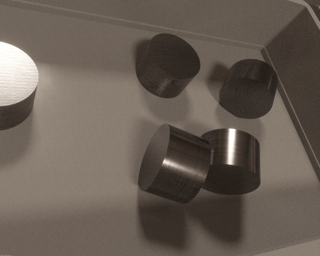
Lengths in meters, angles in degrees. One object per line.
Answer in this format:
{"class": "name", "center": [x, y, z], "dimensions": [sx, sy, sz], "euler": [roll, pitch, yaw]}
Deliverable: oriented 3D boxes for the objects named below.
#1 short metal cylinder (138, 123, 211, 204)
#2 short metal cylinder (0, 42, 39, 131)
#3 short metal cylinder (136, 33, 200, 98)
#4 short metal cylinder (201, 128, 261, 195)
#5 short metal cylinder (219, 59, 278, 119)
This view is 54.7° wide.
{"class": "short metal cylinder", "center": [0.015, 0.041, 0.355], "dimensions": [0.050, 0.080, 0.080], "euler": [22, 54, -16]}
{"class": "short metal cylinder", "center": [-0.173, -0.044, 0.323], "dimensions": [0.081, 0.050, 0.080], "euler": [14, 56, -21]}
{"class": "short metal cylinder", "center": [0.011, -0.090, 0.452], "dimensions": [0.081, 0.050, 0.080], "euler": [14, 56, -21]}
{"class": "short metal cylinder", "center": [0.085, 0.044, 0.391], "dimensions": [0.080, 0.080, 0.050], "euler": [23, 53, -15]}
{"class": "short metal cylinder", "center": [0.139, -0.060, 0.485], "dimensions": [0.080, 0.080, 0.050], "euler": [34, 51, -6]}
